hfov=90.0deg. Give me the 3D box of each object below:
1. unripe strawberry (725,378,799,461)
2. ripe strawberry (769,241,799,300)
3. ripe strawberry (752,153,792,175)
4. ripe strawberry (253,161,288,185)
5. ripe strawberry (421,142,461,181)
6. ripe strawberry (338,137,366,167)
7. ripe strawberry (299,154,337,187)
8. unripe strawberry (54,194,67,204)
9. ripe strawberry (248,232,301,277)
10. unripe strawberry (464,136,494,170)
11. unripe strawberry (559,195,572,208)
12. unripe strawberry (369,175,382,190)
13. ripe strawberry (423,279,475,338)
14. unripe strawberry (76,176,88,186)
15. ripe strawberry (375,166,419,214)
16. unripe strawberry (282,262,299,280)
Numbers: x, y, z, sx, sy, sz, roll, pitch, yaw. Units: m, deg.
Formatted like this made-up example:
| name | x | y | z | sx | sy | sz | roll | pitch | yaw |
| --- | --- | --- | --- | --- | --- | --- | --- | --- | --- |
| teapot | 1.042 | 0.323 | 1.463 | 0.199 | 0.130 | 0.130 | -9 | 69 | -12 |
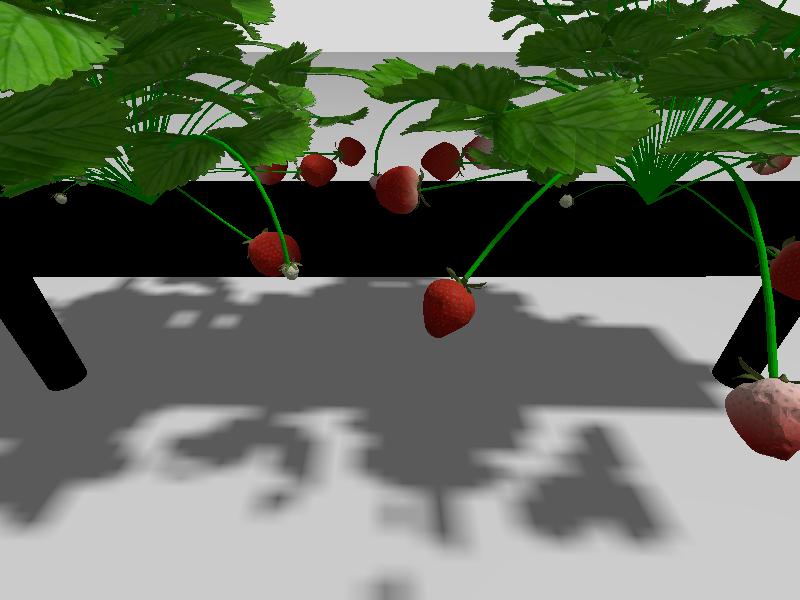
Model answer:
| name | x | y | z | sx | sy | sz | roll | pitch | yaw |
| --- | --- | --- | --- | --- | --- | --- | --- | --- | --- |
| unripe strawberry | 0.132 | 0.042 | 0.143 | 0.025 | 0.027 | 0.028 | 11 | -15 | 17 |
| ripe strawberry | 0.226 | -0.015 | 0.223 | 0.029 | 0.033 | 0.032 | 0 | 34 | -1 |
| ripe strawberry | 0.401 | -0.152 | 0.428 | 0.034 | 0.036 | 0.031 | -15 | 37 | -23 |
| ripe strawberry | -0.133 | -0.138 | 0.410 | 0.037 | 0.037 | 0.035 | -21 | 39 | -30 |
| ripe strawberry | 0.041 | -0.145 | 0.418 | 0.040 | 0.039 | 0.037 | 13 | 36 | 19 |
| ripe strawberry | -0.055 | -0.173 | 0.466 | 0.033 | 0.032 | 0.030 | -23 | 40 | -31 |
| ripe strawberry | -0.081 | -0.129 | 0.397 | 0.036 | 0.031 | 0.036 | -11 | 35 | -17 |
| unripe strawberry | -0.311 | -0.093 | 0.367 | 0.010 | 0.010 | 0.009 | 3 | 34 | 4 |
| ripe strawberry | -0.076 | -0.028 | 0.248 | 0.031 | 0.027 | 0.031 | 26 | 41 | 32 |
| unripe strawberry | 0.091 | -0.165 | 0.445 | 0.039 | 0.039 | 0.043 | 24 | 41 | 33 |
| unripe strawberry | 0.145 | -0.087 | 0.351 | 0.011 | 0.011 | 0.010 | -11 | 34 | -1 |
| unripe strawberry | -0.021 | -0.107 | 0.368 | 0.015 | 0.015 | 0.014 | 2 | 34 | 3 |
| ripe strawberry | 0.023 | 0.005 | 0.202 | 0.027 | 0.030 | 0.029 | 31 | -4 | 38 |
| unripe strawberry | -0.319 | -0.120 | 0.402 | 0.010 | 0.011 | 0.011 | 17 | 37 | 24 |
| ripe strawberry | -0.002 | -0.092 | 0.334 | 0.037 | 0.039 | 0.034 | -3 | 34 | -4 |
| unripe strawberry | -0.059 | -0.015 | 0.217 | 0.010 | 0.010 | 0.009 | 28 | 43 | 35 |
